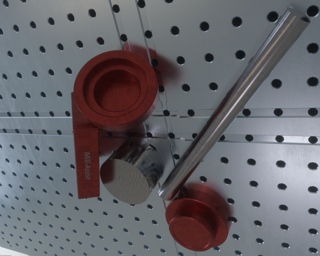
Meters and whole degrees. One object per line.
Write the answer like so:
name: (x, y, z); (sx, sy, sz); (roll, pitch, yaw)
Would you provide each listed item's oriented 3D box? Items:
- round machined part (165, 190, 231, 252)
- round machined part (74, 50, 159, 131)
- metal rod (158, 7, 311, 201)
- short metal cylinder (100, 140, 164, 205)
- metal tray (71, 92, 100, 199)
round machined part: (0.052, 0.144, 0.462); (0.098, 0.042, 0.097); (13, 124, 21)
round machined part: (-0.050, -0.042, 0.377); (0.098, 0.098, 0.042); (26, 165, 12)
metal rod: (0.068, -0.002, 0.374); (0.025, 0.025, 0.298); (34, 129, 5)
short metal cylinder: (-0.040, 0.065, 0.457); (0.080, 0.050, 0.079); (13, 124, 21)
metal tray: (-0.106, 0.025, 0.441); (0.030, 0.090, 0.129); (-4, 125, -15)
